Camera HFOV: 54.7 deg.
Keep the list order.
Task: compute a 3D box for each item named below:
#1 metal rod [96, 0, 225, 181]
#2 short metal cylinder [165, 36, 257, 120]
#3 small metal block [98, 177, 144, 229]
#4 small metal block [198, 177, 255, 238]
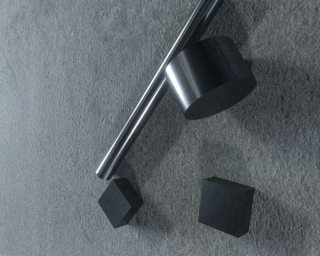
[{"bbox_3d":[-0.010,-0.042,0.411,0.025,0.025,0.298,48,118,29],"label":"metal rod"},{"bbox_3d":[0.052,-0.050,0.325,0.080,0.081,0.050,-36,68,34],"label":"short metal cylinder"},{"bbox_3d":[-0.058,0.108,0.451,0.050,0.025,0.050,50,119,28],"label":"small metal block"},{"bbox_3d":[0.073,0.086,0.344,0.050,0.025,0.050,11,97,39],"label":"small metal block"}]
